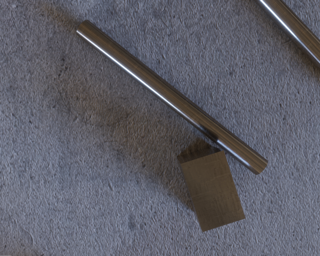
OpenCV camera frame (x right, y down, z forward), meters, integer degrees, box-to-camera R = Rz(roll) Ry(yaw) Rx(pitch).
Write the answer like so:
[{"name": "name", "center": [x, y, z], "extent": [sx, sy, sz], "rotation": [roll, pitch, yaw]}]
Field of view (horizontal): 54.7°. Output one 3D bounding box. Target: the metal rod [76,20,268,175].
[{"name": "metal rod", "center": [0.016, -0.040, 0.410], "extent": [0.300, 0.025, 0.025], "rotation": [38, 90, -1]}]

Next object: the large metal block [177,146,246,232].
[{"name": "large metal block", "center": [0.059, 0.070, 0.383], "extent": [0.050, 0.080, 0.080], "rotation": [-18, 90, 0]}]

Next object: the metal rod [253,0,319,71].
[{"name": "metal rod", "center": [0.159, -0.153, 0.411], "extent": [0.025, 0.025, 0.300], "rotation": [-44, 91, 0]}]
